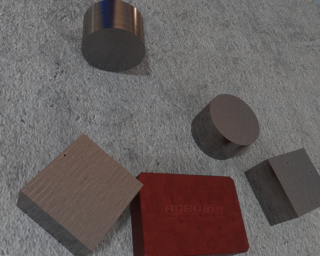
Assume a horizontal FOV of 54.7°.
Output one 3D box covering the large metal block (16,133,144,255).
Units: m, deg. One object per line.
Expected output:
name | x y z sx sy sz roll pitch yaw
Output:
large metal block | -0.078 0.066 0.306 0.080 0.050 0.080 41 51 0

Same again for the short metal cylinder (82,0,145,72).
short metal cylinder | -0.061 -0.119 0.408 0.081 0.080 0.050 9 58 -24

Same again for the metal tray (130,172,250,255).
metal tray | 0.033 0.101 0.357 0.131 0.030 0.090 7 59 -25

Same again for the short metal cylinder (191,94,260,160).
short metal cylinder | 0.092 -0.001 0.438 0.081 0.050 0.080 14 56 -21

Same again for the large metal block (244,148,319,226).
large metal block | 0.179 0.081 0.435 0.081 0.050 0.080 -10 67 -32
